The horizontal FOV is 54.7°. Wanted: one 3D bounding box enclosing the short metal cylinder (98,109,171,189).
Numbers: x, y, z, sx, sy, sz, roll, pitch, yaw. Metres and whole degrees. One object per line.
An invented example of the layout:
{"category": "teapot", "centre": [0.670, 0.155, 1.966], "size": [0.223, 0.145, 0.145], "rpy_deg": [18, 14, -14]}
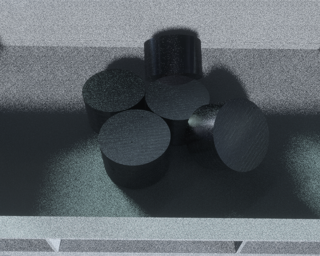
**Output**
{"category": "short metal cylinder", "centre": [-0.028, 0.024, 0.366], "size": [0.081, 0.050, 0.080], "rpy_deg": [0, 50, 0]}

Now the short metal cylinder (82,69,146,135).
{"category": "short metal cylinder", "centre": [-0.059, -0.034, 0.414], "size": [0.081, 0.050, 0.080], "rpy_deg": [0, 50, 0]}

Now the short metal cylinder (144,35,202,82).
{"category": "short metal cylinder", "centre": [0.019, -0.095, 0.438], "size": [0.081, 0.080, 0.050], "rpy_deg": [-2, 89, -2]}

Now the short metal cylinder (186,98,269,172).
{"category": "short metal cylinder", "centre": [0.077, 0.009, 0.354], "size": [0.081, 0.050, 0.080], "rpy_deg": [3, 85, -29]}

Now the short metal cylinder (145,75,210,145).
{"category": "short metal cylinder", "centre": [0.022, -0.024, 0.407], "size": [0.081, 0.050, 0.080], "rpy_deg": [0, 50, 0]}
